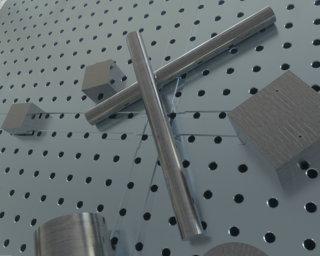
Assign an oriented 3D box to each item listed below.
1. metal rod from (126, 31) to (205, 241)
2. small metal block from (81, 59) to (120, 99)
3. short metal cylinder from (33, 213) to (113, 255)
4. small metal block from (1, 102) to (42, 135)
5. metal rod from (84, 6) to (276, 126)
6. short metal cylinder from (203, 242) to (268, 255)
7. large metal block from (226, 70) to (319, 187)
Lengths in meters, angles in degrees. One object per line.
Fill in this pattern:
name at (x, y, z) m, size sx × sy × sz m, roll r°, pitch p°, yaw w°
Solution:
metal rod at (-0.002, -0.012, 0.394) m, size 0.025 × 0.025 × 0.299 m, roll -24°, pitch 60°, yaw 13°
small metal block at (-0.097, -0.080, 0.509) m, size 0.050 × 0.025 × 0.050 m, roll -11°, pitch 57°, yaw 22°
short metal cylinder at (-0.094, 0.135, 0.340) m, size 0.080 × 0.080 × 0.050 m, roll -29°, pitch 52°, yaw 10°
small metal block at (-0.244, -0.016, 0.547) m, size 0.050 × 0.025 × 0.050 m, roll -1°, pitch 61°, yaw 27°
metal rod at (0.022, -0.085, 0.448) m, size 0.300 × 0.025 × 0.025 m, roll -29°, pitch 52°, yaw 10°
short metal cylinder at (0.071, 0.144, 0.266) m, size 0.080 × 0.050 × 0.080 m, roll -13°, pitch 56°, yaw 21°
large metal block at (0.131, 0.000, 0.323) m, size 0.080 × 0.050 × 0.080 m, roll -36°, pitch 51°, yaw 4°
